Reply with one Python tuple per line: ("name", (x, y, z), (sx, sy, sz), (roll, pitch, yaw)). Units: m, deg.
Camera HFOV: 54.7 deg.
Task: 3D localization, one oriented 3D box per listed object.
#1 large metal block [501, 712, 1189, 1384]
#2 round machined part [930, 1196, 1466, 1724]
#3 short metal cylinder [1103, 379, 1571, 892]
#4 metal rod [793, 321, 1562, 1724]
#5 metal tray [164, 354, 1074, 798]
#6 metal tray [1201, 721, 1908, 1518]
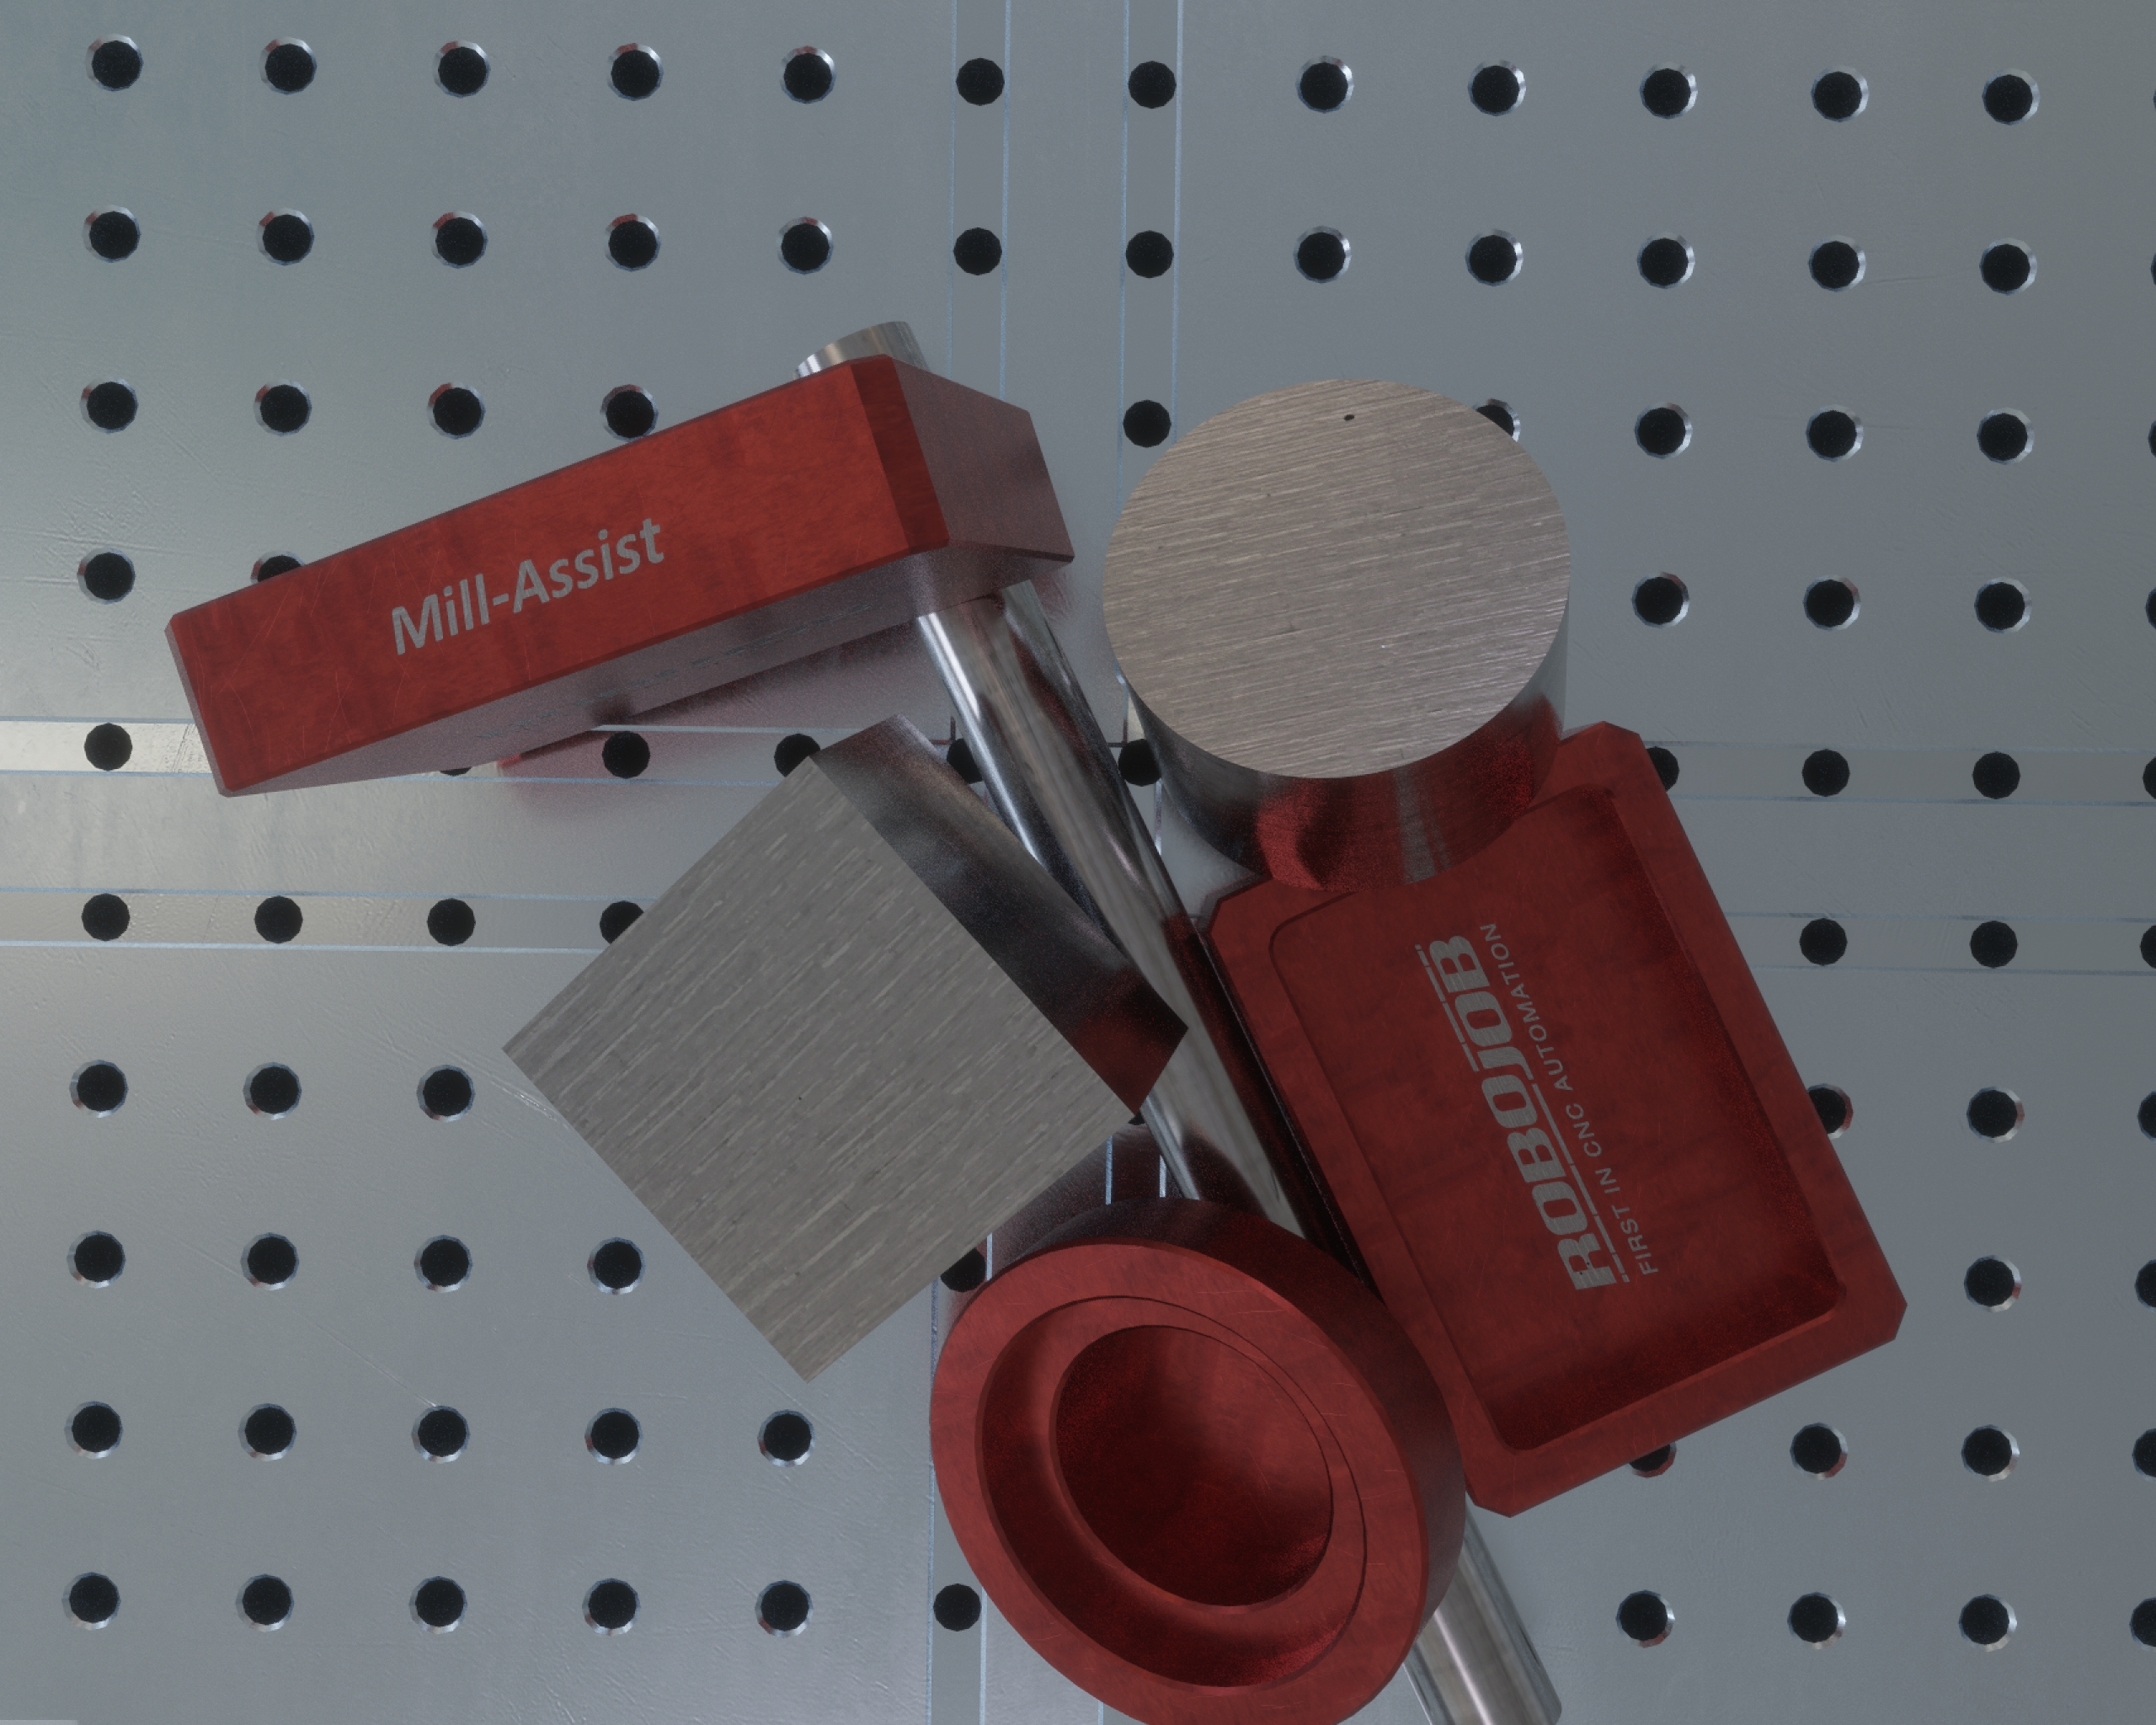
("large metal block", (-0.040, 0.032, 0.379), (0.080, 0.050, 0.080), (-42, 91, 18))
("round machined part", (0.025, 0.108, 0.387), (0.098, 0.042, 0.097), (8, 107, 27))
("short metal cylinder", (0.049, -0.041, 0.383), (0.080, 0.050, 0.080), (-4, 66, 10))
("metal rod", (0.020, 0.035, 0.409), (0.025, 0.025, 0.299), (-25, 90, 0))
("metal tray", (-0.074, -0.047, 0.362), (0.130, 0.090, 0.030), (-17, 92, 14))
("metal tray", (0.091, 0.048, 0.408), (0.090, 0.030, 0.129), (-25, 90, 0))
